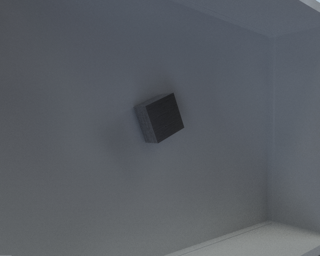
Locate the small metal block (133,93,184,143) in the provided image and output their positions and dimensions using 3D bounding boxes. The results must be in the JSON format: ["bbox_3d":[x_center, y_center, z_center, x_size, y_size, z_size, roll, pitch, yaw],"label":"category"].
[{"bbox_3d":[-0.001,-0.013,0.404,0.050,0.025,0.050,-30,109,-36],"label":"small metal block"}]
